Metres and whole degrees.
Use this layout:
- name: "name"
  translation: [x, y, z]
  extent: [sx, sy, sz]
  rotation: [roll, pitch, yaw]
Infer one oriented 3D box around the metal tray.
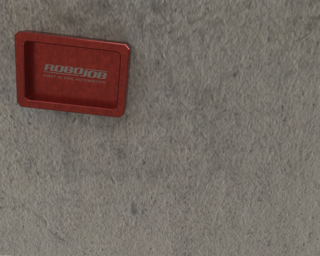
- name: "metal tray"
  translation: [-0.105, -0.066, 0.381]
  extent: [0.131, 0.030, 0.089]
  rotation: [6, 110, -3]
